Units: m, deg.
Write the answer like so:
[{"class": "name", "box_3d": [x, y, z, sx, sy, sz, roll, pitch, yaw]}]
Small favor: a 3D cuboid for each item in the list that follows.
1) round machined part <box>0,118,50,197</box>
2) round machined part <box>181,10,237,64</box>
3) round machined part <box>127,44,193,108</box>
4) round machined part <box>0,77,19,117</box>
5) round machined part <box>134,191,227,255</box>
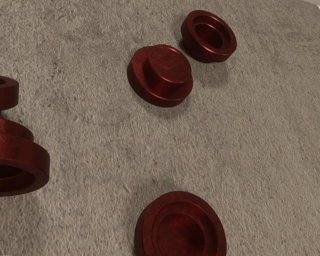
[{"class": "round machined part", "box_3d": [-0.146, 0.024, 0.264, 0.099, 0.097, 0.042, 7, 59, -25]}, {"class": "round machined part", "box_3d": [0.079, -0.150, 0.529, 0.099, 0.042, 0.098, 14, 56, -21]}, {"class": "round machined part", "box_3d": [0.006, -0.082, 0.448, 0.099, 0.042, 0.098, 14, 56, -21]}, {"class": "round machined part", "box_3d": [-0.186, -0.025, 0.287, 0.099, 0.042, 0.098, 8, 15, -2]}, {"class": "round machined part", "box_3d": [0.018, 0.121, 0.330, 0.099, 0.042, 0.098, 14, 56, -21]}]
